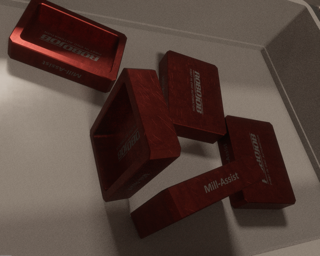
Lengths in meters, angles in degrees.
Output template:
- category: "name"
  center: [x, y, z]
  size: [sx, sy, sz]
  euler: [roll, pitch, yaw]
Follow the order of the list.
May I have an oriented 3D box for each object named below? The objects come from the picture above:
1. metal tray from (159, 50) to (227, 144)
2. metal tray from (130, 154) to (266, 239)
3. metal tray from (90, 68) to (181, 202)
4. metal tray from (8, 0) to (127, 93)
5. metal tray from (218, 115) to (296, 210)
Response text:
- category: "metal tray"
  center: [0.046, -0.047, 0.458]
  size: [0.091, 0.030, 0.130]
  euler: [13, 56, -21]
- category: "metal tray"
  center: [0.043, 0.075, 0.342]
  size: [0.131, 0.090, 0.030]
  euler: [-15, 70, -34]
- category: "metal tray"
  center: [-0.033, 0.013, 0.314]
  size: [0.030, 0.129, 0.090]
  euler: [-3, 63, -30]
- category: "metal tray"
  center: [-0.116, -0.109, 0.407]
  size: [0.131, 0.030, 0.090]
  euler: [20, 54, -17]
- category: "metal tray"
  center: [0.135, 0.049, 0.448]
  size: [0.091, 0.030, 0.130]
  euler: [8, 58, -25]
